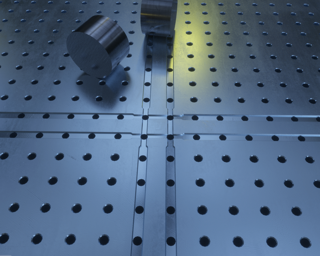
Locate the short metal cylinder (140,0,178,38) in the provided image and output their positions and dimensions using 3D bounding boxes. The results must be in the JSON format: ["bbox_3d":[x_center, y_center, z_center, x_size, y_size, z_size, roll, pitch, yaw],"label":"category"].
[{"bbox_3d":[0.000,-0.202,0.541,0.050,0.080,0.080,8,51,7],"label":"short metal cylinder"}]

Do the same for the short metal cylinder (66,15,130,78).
[{"bbox_3d":[-0.094,-0.124,0.475,0.080,0.080,0.050,21,53,17],"label":"short metal cylinder"}]
